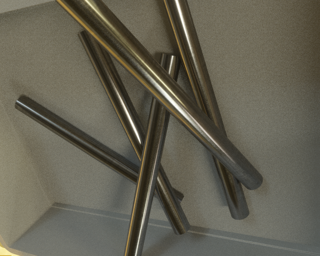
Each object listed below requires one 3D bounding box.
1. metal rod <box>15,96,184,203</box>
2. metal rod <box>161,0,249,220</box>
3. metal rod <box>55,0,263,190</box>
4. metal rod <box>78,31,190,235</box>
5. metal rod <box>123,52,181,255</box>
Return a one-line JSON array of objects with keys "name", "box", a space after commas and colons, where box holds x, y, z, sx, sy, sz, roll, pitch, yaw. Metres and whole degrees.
[{"name": "metal rod", "box": [-0.098, 0.035, 0.482, 0.301, 0.025, 0.025, 31, 128, 8]}, {"name": "metal rod", "box": [0.060, -0.013, 0.368, 0.025, 0.025, 0.299, -7, 115, 31]}, {"name": "metal rod", "box": [0.025, -0.017, 0.307, 0.025, 0.025, 0.300, -19, 133, 35]}, {"name": "metal rod", "box": [-0.029, 0.013, 0.414, 0.025, 0.025, 0.299, -16, 105, 34]}, {"name": "metal rod", "box": [-0.014, 0.056, 0.397, 0.025, 0.025, 0.298, 17, 109, 18]}]
